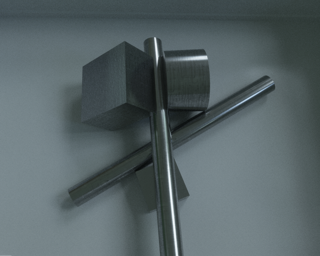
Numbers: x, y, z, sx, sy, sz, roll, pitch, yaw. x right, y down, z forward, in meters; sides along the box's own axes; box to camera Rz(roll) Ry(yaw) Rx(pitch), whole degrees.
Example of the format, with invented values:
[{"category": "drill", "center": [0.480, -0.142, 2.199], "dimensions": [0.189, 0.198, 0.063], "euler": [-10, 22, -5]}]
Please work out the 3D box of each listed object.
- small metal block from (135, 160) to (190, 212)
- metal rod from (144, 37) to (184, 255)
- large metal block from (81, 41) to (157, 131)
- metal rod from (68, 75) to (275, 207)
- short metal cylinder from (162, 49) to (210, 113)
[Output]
[{"category": "small metal block", "center": [0.003, 0.071, 0.382], "dimensions": [0.050, 0.025, 0.050], "euler": [-20, 71, -8]}, {"category": "metal rod", "center": [0.002, 0.022, 0.373], "dimensions": [0.025, 0.025, 0.299], "euler": [-4, 69, -2]}, {"category": "large metal block", "center": [-0.053, -0.049, 0.392], "dimensions": [0.080, 0.050, 0.080], "euler": [-19, 65, 36]}, {"category": "metal rod", "center": [0.023, 0.011, 0.403], "dimensions": [0.302, 0.025, 0.025], "euler": [-30, 73, -11]}, {"category": "short metal cylinder", "center": [0.031, -0.060, 0.401], "dimensions": [0.050, 0.080, 0.080], "euler": [-4, 70, -3]}]
